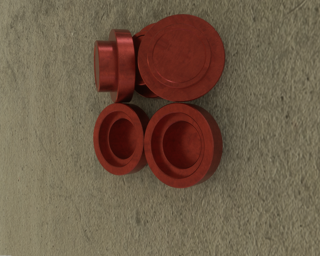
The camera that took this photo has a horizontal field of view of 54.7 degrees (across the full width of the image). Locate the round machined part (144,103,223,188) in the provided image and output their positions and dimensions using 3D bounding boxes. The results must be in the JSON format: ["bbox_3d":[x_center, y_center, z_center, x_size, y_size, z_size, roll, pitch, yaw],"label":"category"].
[{"bbox_3d":[0.031,0.020,0.368,0.098,0.042,0.097,0,90,39],"label":"round machined part"}]

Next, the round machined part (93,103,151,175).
[{"bbox_3d":[-0.045,0.015,0.430,0.098,0.042,0.097,0,90,39],"label":"round machined part"}]

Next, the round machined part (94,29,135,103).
[{"bbox_3d":[-0.064,-0.082,0.415,0.098,0.042,0.097,177,89,-73],"label":"round machined part"}]

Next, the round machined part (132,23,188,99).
[{"bbox_3d":[-0.010,-0.088,0.401,0.098,0.042,0.097,0,90,39],"label":"round machined part"}]

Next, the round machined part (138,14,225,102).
[{"bbox_3d":[0.023,-0.078,0.346,0.099,0.042,0.097,1,95,8],"label":"round machined part"}]
